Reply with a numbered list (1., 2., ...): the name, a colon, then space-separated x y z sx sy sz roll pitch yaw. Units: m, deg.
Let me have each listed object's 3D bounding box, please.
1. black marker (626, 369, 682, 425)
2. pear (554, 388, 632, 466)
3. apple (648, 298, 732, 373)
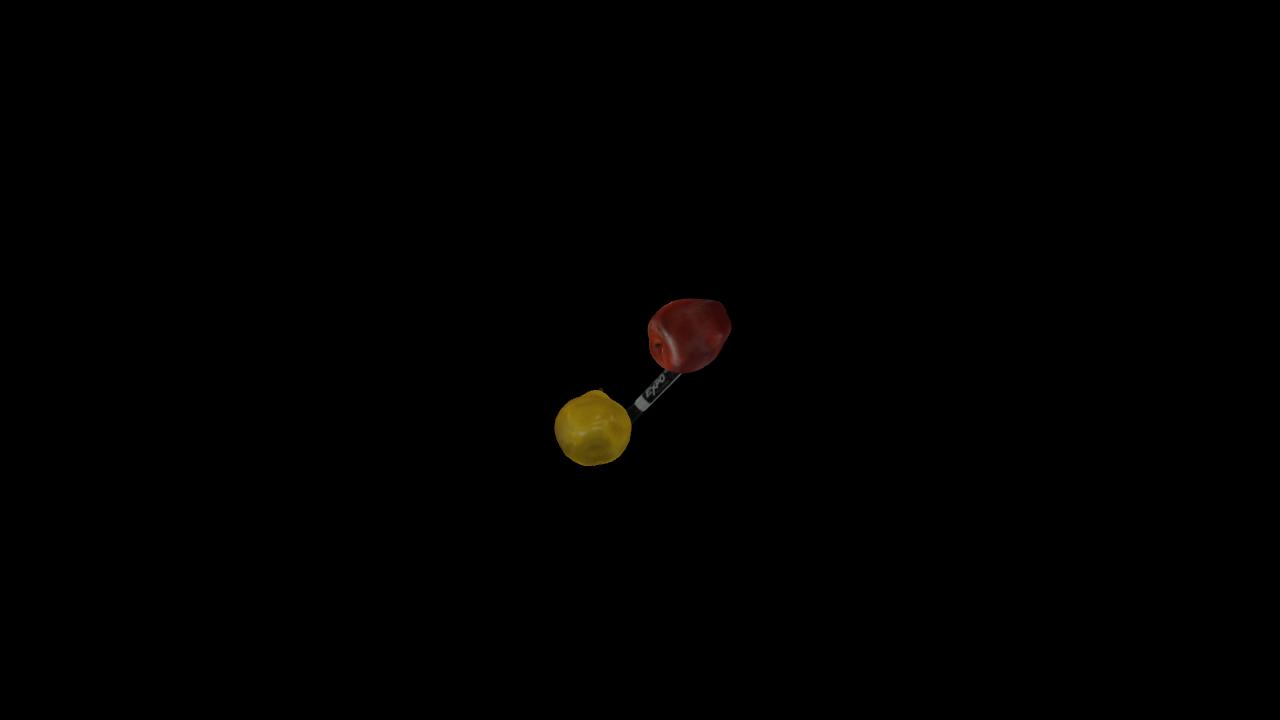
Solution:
1. black marker: 0.021 0.033 0.726 0.020 0.121 0.020 43 7 -7
2. pear: -0.053 0.060 0.663 0.080 0.080 0.111 0 32 -13
3. apple: 0.052 -0.027 0.653 0.093 0.079 0.079 -23 11 -27
